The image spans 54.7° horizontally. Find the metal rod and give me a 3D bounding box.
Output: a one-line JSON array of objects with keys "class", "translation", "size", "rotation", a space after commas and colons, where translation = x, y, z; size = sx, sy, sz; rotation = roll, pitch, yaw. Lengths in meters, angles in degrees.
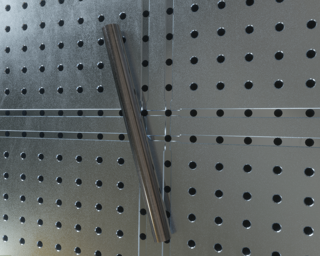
[{"class": "metal rod", "translation": [-0.033, 0.003, 0.423], "size": [0.025, 0.025, 0.298], "rotation": [-16, 85, 19]}]
